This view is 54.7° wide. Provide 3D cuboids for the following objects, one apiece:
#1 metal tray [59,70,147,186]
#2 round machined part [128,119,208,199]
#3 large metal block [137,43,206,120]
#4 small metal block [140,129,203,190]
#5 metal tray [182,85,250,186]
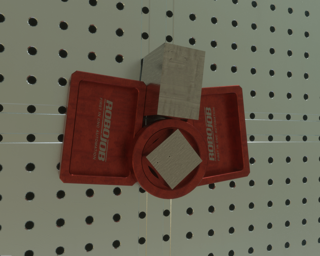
[{"bbox_3d":[-0.070,0.002,0.380,0.091,0.030,0.129,7,88,-20],"label":"metal tray"},{"bbox_3d":[0.008,0.037,0.392,0.099,0.042,0.097,0,90,-20],"label":"round machined part"},{"bbox_3d":[0.011,-0.052,0.383,0.050,0.080,0.080,7,88,-20],"label":"large metal block"},{"bbox_3d":[0.013,0.036,0.369,0.050,0.025,0.050,-41,103,-15],"label":"small metal block"},{"bbox_3d":[0.074,0.009,0.433,0.091,0.030,0.129,-7,93,-20],"label":"metal tray"}]
